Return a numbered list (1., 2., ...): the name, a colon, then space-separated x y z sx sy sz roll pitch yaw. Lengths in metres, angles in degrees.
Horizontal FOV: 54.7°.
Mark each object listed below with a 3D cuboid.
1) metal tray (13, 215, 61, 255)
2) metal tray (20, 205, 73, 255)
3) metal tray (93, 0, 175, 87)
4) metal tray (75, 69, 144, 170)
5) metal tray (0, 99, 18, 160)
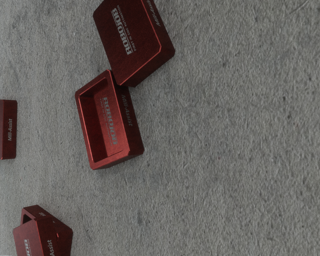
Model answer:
1. metal tray: -0.209 0.226 0.535 0.090 0.030 0.129 -30 71 36
2. metal tray: -0.218 0.211 0.581 0.130 0.030 0.089 15 100 39
3. metal tray: -0.041 -0.135 0.435 0.090 0.030 0.130 -33 70 35
4. metal tray: -0.079 -0.011 0.467 0.090 0.030 0.129 -25 75 37
5. metal tray: -0.359 0.001 0.699 0.090 0.030 0.129 4 93 40
